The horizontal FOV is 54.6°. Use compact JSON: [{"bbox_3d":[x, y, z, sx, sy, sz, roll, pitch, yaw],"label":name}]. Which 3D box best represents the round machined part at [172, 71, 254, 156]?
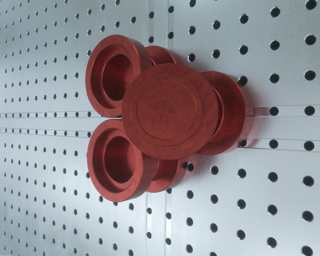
[{"bbox_3d":[0.053,-0.017,0.356,0.098,0.042,0.097,0,90,40],"label":"round machined part"}]

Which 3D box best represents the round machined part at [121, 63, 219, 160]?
[{"bbox_3d":[0.009,-0.016,0.309,0.098,0.042,0.097,0,90,8],"label":"round machined part"}]

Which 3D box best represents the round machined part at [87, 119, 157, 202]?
[{"bbox_3d":[-0.042,0.038,0.379,0.098,0.042,0.097,0,90,40],"label":"round machined part"}]

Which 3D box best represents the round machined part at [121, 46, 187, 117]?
[{"bbox_3d":[-0.015,-0.061,0.413,0.098,0.042,0.097,0,90,40],"label":"round machined part"}]

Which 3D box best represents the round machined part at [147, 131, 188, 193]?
[{"bbox_3d":[-0.015,0.037,0.412,0.098,0.042,0.097,0,90,40],"label":"round machined part"}]

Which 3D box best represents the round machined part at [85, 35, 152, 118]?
[{"bbox_3d":[-0.045,-0.061,0.381,0.098,0.042,0.097,0,90,40],"label":"round machined part"}]
